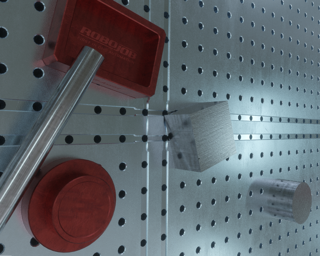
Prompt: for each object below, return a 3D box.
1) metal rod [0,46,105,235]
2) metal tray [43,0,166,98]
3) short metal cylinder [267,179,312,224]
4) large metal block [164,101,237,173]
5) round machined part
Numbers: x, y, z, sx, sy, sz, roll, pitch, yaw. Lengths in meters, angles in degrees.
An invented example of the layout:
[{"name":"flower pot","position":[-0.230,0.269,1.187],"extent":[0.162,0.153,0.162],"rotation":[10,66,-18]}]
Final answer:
[{"name":"metal rod","position":[-0.134,0.055,0.277],"extent":[0.025,0.025,0.300],"rotation":[37,74,-34]},{"name":"metal tray","position":[-0.057,-0.095,0.359],"extent":[0.131,0.030,0.090],"rotation":[17,79,-39]},{"name":"short metal cylinder","position":[0.257,0.144,0.613],"extent":[0.081,0.050,0.079],"rotation":[0,90,-40]},{"name":"large metal block","position":[0.060,0.010,0.445],"extent":[0.081,0.050,0.079],"rotation":[-20,103,-38]},{"name":"round machined part","position":[-0.088,0.081,0.326],"extent":[0.099,0.042,0.097],"rotation":[0,90,-40]}]
